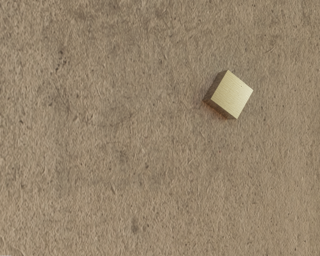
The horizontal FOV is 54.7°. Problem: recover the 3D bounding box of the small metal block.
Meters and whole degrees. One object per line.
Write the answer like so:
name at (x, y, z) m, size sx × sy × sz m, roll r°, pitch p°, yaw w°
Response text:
small metal block at (0.097, -0.047, 0.445) m, size 0.050 × 0.025 × 0.050 m, roll 35°, pitch 79°, yaw -17°
